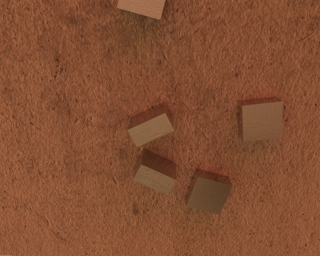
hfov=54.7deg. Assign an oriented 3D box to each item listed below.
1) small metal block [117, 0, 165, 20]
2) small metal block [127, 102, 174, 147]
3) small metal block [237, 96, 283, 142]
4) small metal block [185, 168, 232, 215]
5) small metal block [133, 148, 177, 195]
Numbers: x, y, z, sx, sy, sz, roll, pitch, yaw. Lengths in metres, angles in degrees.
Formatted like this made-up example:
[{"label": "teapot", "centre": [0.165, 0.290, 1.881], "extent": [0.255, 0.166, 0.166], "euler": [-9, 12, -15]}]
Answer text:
[{"label": "small metal block", "centre": [-0.017, -0.155, 0.352], "extent": [0.050, 0.025, 0.050], "euler": [14, 110, -5]}, {"label": "small metal block", "centre": [-0.011, -0.006, 0.394], "extent": [0.050, 0.050, 0.025], "euler": [-24, 108, 8]}, {"label": "small metal block", "centre": [0.131, -0.012, 0.407], "extent": [0.050, 0.025, 0.050], "euler": [-6, 110, 2]}, {"label": "small metal block", "centre": [0.069, 0.091, 0.444], "extent": [0.050, 0.025, 0.050], "euler": [15, 109, -6]}, {"label": "small metal block", "centre": [-0.007, 0.058, 0.418], "extent": [0.050, 0.050, 0.025], "euler": [26, 108, -9]}]
